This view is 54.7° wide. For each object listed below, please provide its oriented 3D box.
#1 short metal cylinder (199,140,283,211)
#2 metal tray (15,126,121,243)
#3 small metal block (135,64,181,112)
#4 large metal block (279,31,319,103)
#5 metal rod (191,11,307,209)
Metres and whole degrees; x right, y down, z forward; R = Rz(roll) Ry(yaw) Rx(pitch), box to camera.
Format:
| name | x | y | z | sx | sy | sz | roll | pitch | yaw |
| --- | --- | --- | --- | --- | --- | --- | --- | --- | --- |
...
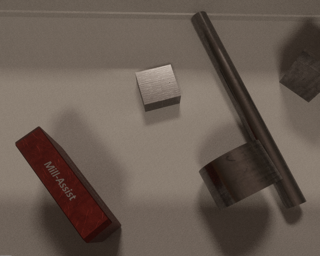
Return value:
| name | x | y | z | sx | sy | sz | roll | pitch | yaw |
| --- | --- | --- | --- | --- | --- | --- | --- | --- | --- |
| short metal cylinder | 0.093 | 0.055 | 0.361 | 0.080 | 0.080 | 0.050 | -24 | 72 | -9 |
| metal tray | -0.099 | 0.067 | 0.349 | 0.030 | 0.090 | 0.130 | -38 | 75 | -13 |
| small metal block | -0.003 | -0.055 | 0.430 | 0.050 | 0.025 | 0.050 | -15 | 71 | -6 |
| large metal block | 0.218 | -0.093 | 0.417 | 0.050 | 0.080 | 0.080 | 40 | 75 | 13 |
| metal rod | 0.113 | -0.037 | 0.424 | 0.025 | 0.025 | 0.299 | -20 | 71 | -7 |
